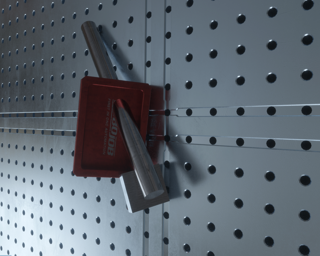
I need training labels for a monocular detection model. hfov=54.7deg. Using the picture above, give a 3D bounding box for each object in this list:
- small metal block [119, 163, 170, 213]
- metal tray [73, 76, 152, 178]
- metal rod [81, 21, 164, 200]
[{"bbox_3d":[-0.021,0.078,0.403,0.025,0.050,0.050,140,115,-70],"label":"small metal block"},{"bbox_3d":[-0.065,0.000,0.417,0.030,0.091,0.129,-156,72,-72],"label":"metal tray"},{"bbox_3d":[-0.061,-0.042,0.434,0.025,0.025,0.299,-43,58,31],"label":"metal rod"}]
